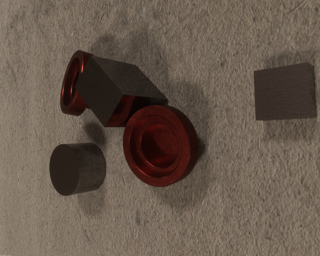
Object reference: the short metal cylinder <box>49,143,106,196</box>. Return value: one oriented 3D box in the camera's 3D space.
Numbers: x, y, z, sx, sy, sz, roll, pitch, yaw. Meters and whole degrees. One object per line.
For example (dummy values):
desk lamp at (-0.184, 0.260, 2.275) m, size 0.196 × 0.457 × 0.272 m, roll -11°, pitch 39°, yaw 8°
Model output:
short metal cylinder at (-0.132, 0.064, 0.495) m, size 0.080 × 0.050 × 0.079 m, roll 0°, pitch 90°, yaw 39°

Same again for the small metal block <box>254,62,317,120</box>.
small metal block at (0.122, -0.033, 0.303) m, size 0.050 × 0.025 × 0.050 m, roll -3°, pitch 88°, yaw 39°

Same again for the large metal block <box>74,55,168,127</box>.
large metal block at (-0.051, -0.046, 0.409) m, size 0.080 × 0.081 × 0.050 m, roll 49°, pitch 119°, yaw 28°

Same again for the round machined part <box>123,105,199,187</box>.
round machined part at (0.005, 0.020, 0.383) m, size 0.098 × 0.042 × 0.097 m, roll 4°, pitch 97°, yaw 34°

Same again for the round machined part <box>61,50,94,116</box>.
round machined part at (-0.116, -0.065, 0.473) m, size 0.098 × 0.042 × 0.098 m, roll -26°, pitch 58°, yaw 52°
